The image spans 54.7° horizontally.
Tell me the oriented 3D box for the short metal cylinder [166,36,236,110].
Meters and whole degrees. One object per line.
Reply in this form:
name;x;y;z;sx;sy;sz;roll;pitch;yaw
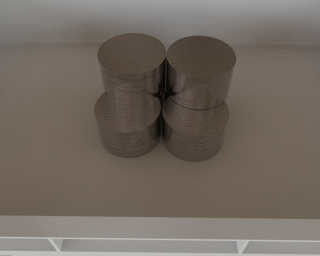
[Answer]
short metal cylinder;0.048;-0.068;0.378;0.080;0.050;0.080;0;50;0

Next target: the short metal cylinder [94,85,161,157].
short metal cylinder;-0.039;-0.010;0.394;0.080;0.050;0.080;0;50;0

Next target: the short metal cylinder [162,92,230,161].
short metal cylinder;0.043;-0.005;0.391;0.080;0.050;0.080;0;50;0

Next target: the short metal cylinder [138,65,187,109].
short metal cylinder;0.006;-0.061;0.438;0.080;0.050;0.080;0;50;0

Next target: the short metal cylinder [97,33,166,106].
short metal cylinder;-0.033;-0.073;0.383;0.080;0.050;0.080;0;50;0
